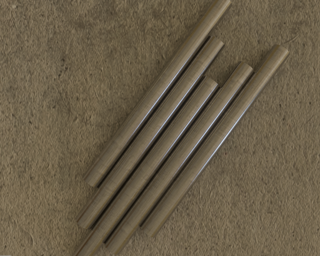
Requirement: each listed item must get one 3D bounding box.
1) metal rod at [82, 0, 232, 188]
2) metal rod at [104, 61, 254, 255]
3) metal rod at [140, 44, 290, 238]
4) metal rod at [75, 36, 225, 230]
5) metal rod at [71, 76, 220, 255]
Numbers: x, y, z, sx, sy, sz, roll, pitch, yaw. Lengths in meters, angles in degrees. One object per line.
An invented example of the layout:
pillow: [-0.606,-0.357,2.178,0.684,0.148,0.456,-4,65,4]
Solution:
metal rod: [-0.004,-0.049,0.411,0.025,0.025,0.299,36,90,-1]
metal rod: [0.026,0.039,0.411,0.025,0.025,0.299,36,90,-1]
metal rod: [0.073,0.017,0.412,0.025,0.025,0.299,36,90,-1]
metal rod: [-0.013,0.006,0.411,0.025,0.025,0.299,36,90,-1]
metal rod: [-0.020,0.059,0.411,0.025,0.025,0.299,36,90,-1]
